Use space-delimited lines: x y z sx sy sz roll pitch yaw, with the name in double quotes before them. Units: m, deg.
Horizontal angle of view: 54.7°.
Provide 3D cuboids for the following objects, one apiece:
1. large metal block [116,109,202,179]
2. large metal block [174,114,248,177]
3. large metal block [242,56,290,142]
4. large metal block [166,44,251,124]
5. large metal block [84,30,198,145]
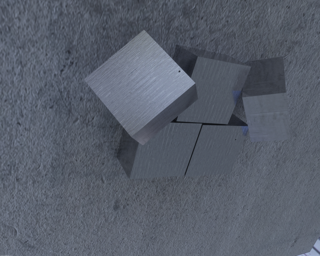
"large metal block" -0.003 0.017 0.402 0.081 0.050 0.079 1 118 -30
"large metal block" 0.068 0.020 0.441 0.081 0.050 0.079 1 118 -30
"large metal block" 0.146 -0.039 0.423 0.050 0.080 0.080 -5 132 23
"large metal block" 0.055 -0.053 0.391 0.081 0.050 0.079 3 117 -30
"large metal block" -0.018 -0.041 0.330 0.080 0.080 0.050 -40 164 -1
